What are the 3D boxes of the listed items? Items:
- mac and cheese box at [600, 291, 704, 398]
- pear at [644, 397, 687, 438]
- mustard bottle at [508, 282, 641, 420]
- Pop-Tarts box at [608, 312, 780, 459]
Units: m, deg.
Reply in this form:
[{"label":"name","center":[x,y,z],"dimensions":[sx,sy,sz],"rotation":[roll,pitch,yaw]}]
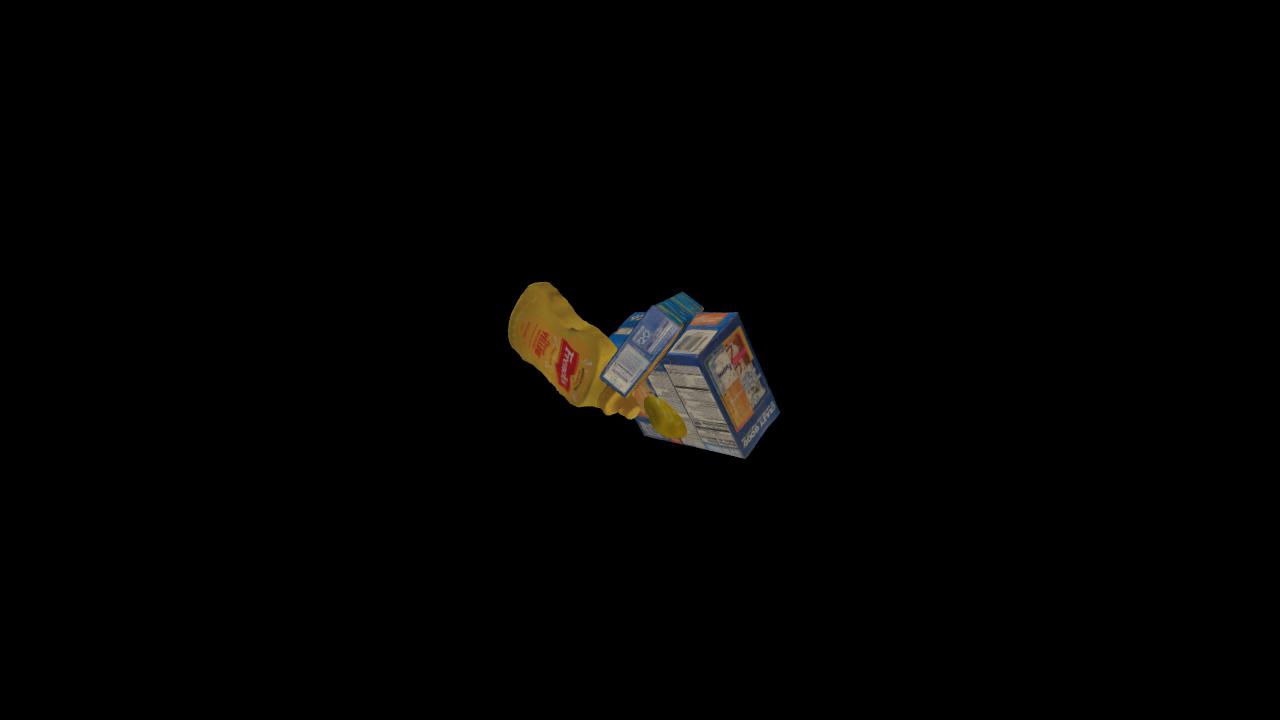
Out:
[{"label":"mac and cheese box","center":[0.019,-0.023,0.670],"dimensions":[0.041,0.093,0.184],"rotation":[37,16,4]},{"label":"pear","center":[0.062,0.044,0.730],"dimensions":[0.111,0.080,0.080],"rotation":[-23,10,-24]},{"label":"mustard bottle","center":[-0.066,0.000,0.664],"dimensions":[0.184,0.092,0.054],"rotation":[42,29,25]},{"label":"Pop-Tarts box","center":[0.054,0.023,0.709],"dimensions":[0.167,0.141,0.083],"rotation":[5,41,49]}]
